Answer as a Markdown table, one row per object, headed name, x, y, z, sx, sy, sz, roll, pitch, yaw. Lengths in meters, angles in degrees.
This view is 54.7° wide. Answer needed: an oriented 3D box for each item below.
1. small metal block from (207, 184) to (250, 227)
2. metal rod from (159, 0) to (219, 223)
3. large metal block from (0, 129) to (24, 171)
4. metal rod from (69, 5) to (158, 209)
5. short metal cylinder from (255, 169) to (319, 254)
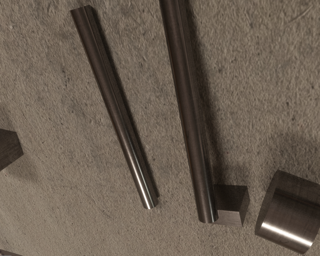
| name | x | y | z | sx | sy | sz | roll | pitch | yaw |
| --- | --- | --- | --- | --- | --- | --- | --- | --- | --- |
| small metal block | 0.086 | 0.100 | 0.406 | 0.050 | 0.050 | 0.025 | -2 | 117 | 29 |
| metal rod | 0.031 | -0.032 | 0.337 | 0.025 | 0.025 | 0.298 | -3 | 108 | 29 |
| large metal block | -0.313 | 0.041 | 0.558 | 0.080 | 0.080 | 0.050 | 10 | 123 | 22 |
| metal rod | -0.055 | -0.012 | 0.426 | 0.025 | 0.025 | 0.298 | -3 | 117 | 29 |
| short metal cylinder | 0.146 | 0.094 | 0.352 | 0.050 | 0.080 | 0.079 | 20 | 126 | 16 |
